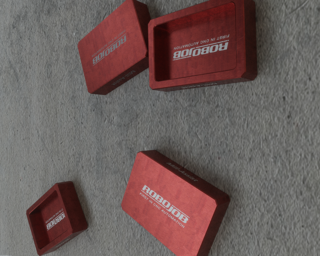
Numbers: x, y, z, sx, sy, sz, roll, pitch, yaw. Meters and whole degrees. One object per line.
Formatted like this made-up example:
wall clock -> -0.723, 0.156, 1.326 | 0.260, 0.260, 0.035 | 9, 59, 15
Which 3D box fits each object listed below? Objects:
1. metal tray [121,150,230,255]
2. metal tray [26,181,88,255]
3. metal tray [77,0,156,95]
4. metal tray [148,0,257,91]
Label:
metal tray -> 0.013, 0.095, 0.391 | 0.130, 0.030, 0.089 | 29, 108, 36
metal tray -> -0.189, 0.164, 0.558 | 0.129, 0.030, 0.090 | -39, 66, 33
metal tray -> -0.064, -0.114, 0.455 | 0.130, 0.030, 0.090 | -25, 75, 37
metal tray -> 0.045, -0.094, 0.364 | 0.130, 0.030, 0.089 | -2, 89, 40
